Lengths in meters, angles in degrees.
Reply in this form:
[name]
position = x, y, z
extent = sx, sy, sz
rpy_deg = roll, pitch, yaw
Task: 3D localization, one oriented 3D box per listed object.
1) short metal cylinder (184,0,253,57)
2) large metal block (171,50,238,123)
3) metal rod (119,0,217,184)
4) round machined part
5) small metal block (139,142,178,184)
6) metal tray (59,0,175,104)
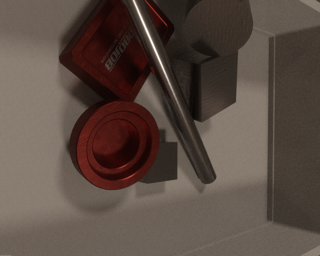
[short metal cylinder]
position = 0.071, -0.136, 0.384
extent = 0.080, 0.080, 0.050
rpy_deg = 42, 38, -33
[large metal block]
position = 0.063, -0.065, 0.431
extent = 0.081, 0.050, 0.079
rpy_deg = -29, 127, -36
[metal rod]
position = 0.018, -0.038, 0.393
extent = 0.025, 0.025, 0.299
rpy_deg = -47, 128, -30
[round machined part]
position = -0.053, 0.016, 0.345
extent = 0.099, 0.042, 0.097
rpy_deg = -9, 106, -33
[small metal block]
position = -0.004, 0.044, 0.405
extent = 0.050, 0.025, 0.050
rpy_deg = 0, 90, -40
[metal tray]
position = -0.045, -0.102, 0.367
extent = 0.090, 0.030, 0.130
rpy_deg = 41, 65, -33
